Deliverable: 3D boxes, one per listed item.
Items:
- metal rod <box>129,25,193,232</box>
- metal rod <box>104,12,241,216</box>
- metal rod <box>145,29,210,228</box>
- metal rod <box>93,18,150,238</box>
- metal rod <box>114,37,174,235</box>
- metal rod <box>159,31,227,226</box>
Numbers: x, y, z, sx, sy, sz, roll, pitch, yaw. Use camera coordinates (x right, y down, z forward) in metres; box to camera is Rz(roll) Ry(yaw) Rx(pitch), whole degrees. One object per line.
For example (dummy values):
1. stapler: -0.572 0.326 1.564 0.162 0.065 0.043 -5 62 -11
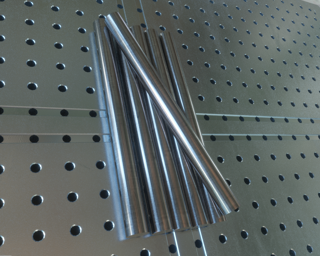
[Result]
1. metal rod: -0.006 -0.017 0.414 0.025 0.025 0.299 1 61 -28
2. metal rod: 0.009 -0.028 0.397 0.025 0.025 0.299 -21 73 -36
3. metal rod: 0.016 -0.016 0.427 0.025 0.025 0.299 1 61 -28
4. metal rod: -0.054 -0.019 0.389 0.025 0.025 0.299 1 61 -28
5. metal rod: -0.028 -0.018 0.402 0.025 0.025 0.299 1 61 -28
6. metal rod: 0.039 -0.016 0.439 0.025 0.025 0.299 1 61 -28
